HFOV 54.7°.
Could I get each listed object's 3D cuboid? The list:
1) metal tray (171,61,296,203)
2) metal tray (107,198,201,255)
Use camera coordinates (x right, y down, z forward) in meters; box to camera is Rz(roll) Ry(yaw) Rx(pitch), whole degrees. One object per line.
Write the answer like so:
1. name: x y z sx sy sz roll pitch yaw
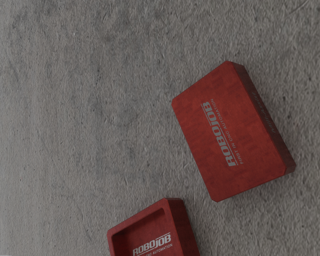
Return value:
1. metal tray: 0.075 0.004 0.340 0.090 0.030 0.130 -34 69 34
2. metal tray: -0.013 0.156 0.401 0.130 0.030 0.090 -38 56 33
